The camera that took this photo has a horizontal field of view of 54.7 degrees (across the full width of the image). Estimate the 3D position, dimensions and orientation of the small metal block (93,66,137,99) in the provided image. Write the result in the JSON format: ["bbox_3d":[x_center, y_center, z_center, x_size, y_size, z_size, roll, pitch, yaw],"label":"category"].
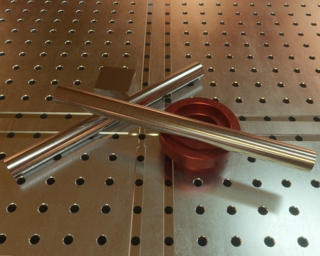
[{"bbox_3d":[-0.065,-0.064,0.461,0.050,0.025,0.050,7,50,5],"label":"small metal block"}]

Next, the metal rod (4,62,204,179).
[{"bbox_3d":[-0.058,-0.022,0.424,0.302,0.025,0.025,-31,57,-24],"label":"metal rod"}]

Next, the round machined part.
[{"bbox_3d":[0.048,0.010,0.389,0.099,0.042,0.098,0,50,0],"label":"round machined part"}]

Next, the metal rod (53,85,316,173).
[{"bbox_3d":[0.017,-0.003,0.356,0.301,0.025,0.025,15,52,12],"label":"metal rod"}]
